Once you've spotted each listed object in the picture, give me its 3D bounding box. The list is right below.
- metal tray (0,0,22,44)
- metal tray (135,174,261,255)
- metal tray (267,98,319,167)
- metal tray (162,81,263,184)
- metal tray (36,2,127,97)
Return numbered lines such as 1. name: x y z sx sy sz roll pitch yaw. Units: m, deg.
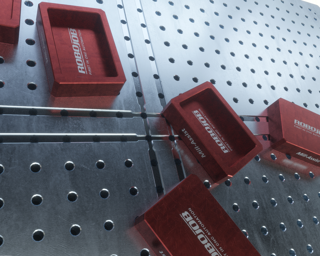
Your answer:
1. metal tray: -0.223 -0.171 0.389 0.091 0.030 0.130 4 60 -26
2. metal tray: 0.045 0.129 0.350 0.091 0.030 0.130 -32 80 -38
3. metal tray: 0.249 0.011 0.531 0.131 0.030 0.090 20 54 -16
4. metal tray: 0.076 0.003 0.443 0.091 0.030 0.130 -30 78 -38
5. metal tray: -0.106 -0.104 0.411 0.091 0.030 0.130 -5 64 -30
